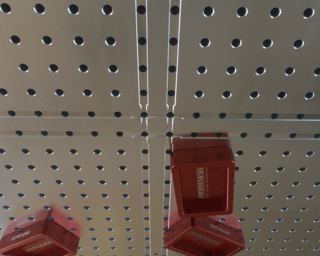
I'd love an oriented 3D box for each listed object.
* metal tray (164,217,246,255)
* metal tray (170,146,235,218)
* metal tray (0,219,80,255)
[{"bbox_3d":[0.084,0.213,0.589,0.131,0.030,0.090,28,125,-22],"label":"metal tray"},{"bbox_3d":[0.067,0.088,0.483,0.090,0.030,0.129,-6,130,4],"label":"metal tray"},{"bbox_3d":[-0.236,0.229,0.600,0.130,0.030,0.090,-26,126,20],"label":"metal tray"}]
